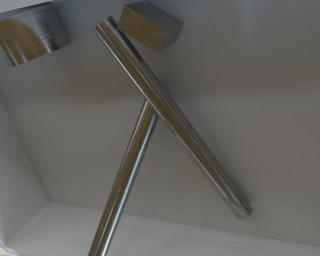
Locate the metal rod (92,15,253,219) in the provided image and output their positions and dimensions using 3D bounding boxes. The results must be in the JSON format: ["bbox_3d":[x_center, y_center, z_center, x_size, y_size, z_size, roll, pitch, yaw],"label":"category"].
[{"bbox_3d":[0.026,0.002,0.371,0.025,0.025,0.300,-24,113,36],"label":"metal rod"}]

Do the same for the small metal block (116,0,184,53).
[{"bbox_3d":[-0.009,-0.109,0.328,0.050,0.050,0.025,32,124,6],"label":"small metal block"}]

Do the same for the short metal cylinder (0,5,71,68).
[{"bbox_3d":[-0.160,-0.113,0.385,0.080,0.080,0.050,-9,114,31],"label":"short metal cylinder"}]

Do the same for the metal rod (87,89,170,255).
[{"bbox_3d":[-0.052,0.086,0.410,0.025,0.025,0.298,24,103,13],"label":"metal rod"}]
